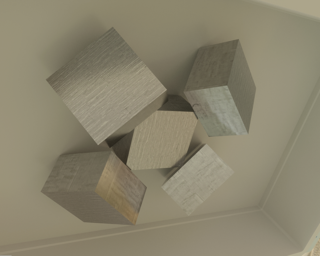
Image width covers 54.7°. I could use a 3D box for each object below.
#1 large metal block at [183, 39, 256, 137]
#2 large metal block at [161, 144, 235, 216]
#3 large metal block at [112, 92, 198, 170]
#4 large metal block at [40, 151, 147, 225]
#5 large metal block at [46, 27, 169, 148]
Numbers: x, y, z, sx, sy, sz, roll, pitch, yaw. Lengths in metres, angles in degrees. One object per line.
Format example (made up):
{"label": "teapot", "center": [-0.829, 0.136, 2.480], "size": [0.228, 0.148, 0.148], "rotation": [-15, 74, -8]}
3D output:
{"label": "large metal block", "center": [0.077, -0.046, 0.377], "size": [0.080, 0.050, 0.080], "rotation": [55, 42, -39]}
{"label": "large metal block", "center": [0.051, 0.067, 0.432], "size": [0.080, 0.050, 0.080], "rotation": [-44, 174, 2]}
{"label": "large metal block", "center": [-0.007, 0.004, 0.387], "size": [0.081, 0.050, 0.079], "rotation": [1, 118, -29]}
{"label": "large metal block", "center": [-0.075, 0.073, 0.368], "size": [0.080, 0.050, 0.080], "rotation": [-7, 137, 30]}
{"label": "large metal block", "center": [-0.049, -0.037, 0.310], "size": [0.080, 0.080, 0.050], "rotation": [-39, 173, -2]}
